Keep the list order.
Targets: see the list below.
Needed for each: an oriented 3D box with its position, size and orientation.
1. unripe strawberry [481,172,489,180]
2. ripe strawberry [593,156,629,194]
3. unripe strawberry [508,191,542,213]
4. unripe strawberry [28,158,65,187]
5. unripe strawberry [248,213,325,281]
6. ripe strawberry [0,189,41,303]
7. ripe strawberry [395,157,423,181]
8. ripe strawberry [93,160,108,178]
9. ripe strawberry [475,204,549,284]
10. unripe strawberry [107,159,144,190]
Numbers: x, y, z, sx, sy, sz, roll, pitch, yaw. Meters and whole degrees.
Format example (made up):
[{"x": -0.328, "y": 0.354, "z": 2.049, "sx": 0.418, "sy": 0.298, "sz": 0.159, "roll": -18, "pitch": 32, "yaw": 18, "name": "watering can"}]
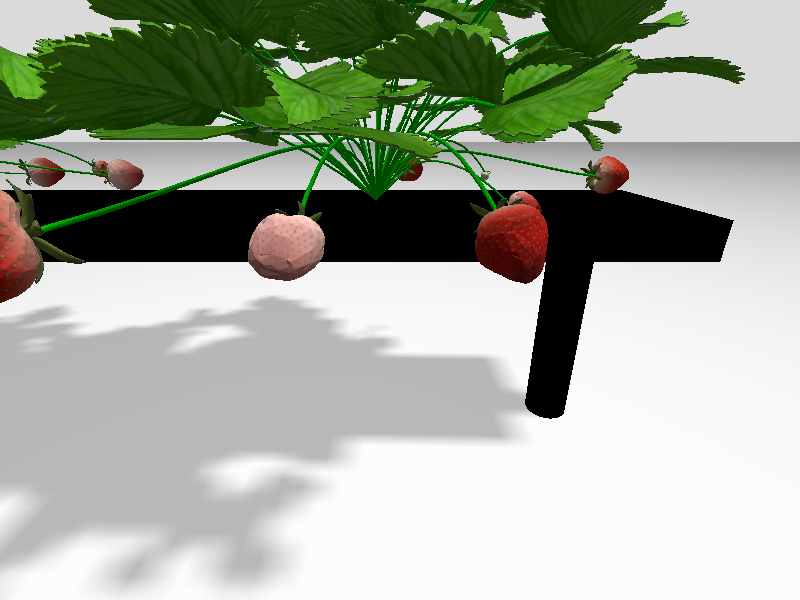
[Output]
[{"x": 0.103, "y": -0.150, "z": 0.483, "sx": 0.011, "sy": 0.010, "sz": 0.010, "roll": 17, "pitch": 29, "yaw": 35, "name": "unripe strawberry"}, {"x": 0.198, "y": -0.117, "z": 0.376, "sx": 0.035, "sy": 0.034, "sz": 0.032, "roll": -4, "pitch": 23, "yaw": -10, "name": "ripe strawberry"}, {"x": 0.075, "y": -0.054, "z": 0.242, "sx": 0.018, "sy": 0.021, "sz": 0.020, "roll": -19, "pitch": 36, "yaw": -38, "name": "unripe strawberry"}, {"x": -0.364, "y": -0.132, "z": 0.413, "sx": 0.029, "sy": 0.029, "sz": 0.032, "roll": -16, "pitch": 28, "yaw": -35, "name": "unripe strawberry"}, {"x": -0.043, "y": -0.018, "z": 0.151, "sx": 0.029, "sy": 0.026, "sz": 0.026, "roll": 2, "pitch": 44, "yaw": 6, "name": "unripe strawberry"}, {"x": -0.144, "y": -0.018, "z": 0.128, "sx": 0.037, "sy": 0.042, "sz": 0.040, "roll": 12, "pitch": 26, "yaw": 26, "name": "ripe strawberry"}, {"x": 0.011, "y": -0.150, "z": 0.456, "sx": 0.032, "sy": 0.027, "sz": 0.032, "roll": 5, "pitch": 23, "yaw": 12, "name": "ripe strawberry"}, {"x": -0.364, "y": -0.160, "z": 0.492, "sx": 0.023, "sy": 0.019, "sz": 0.023, "roll": 14, "pitch": 1, "yaw": 30, "name": "ripe strawberry"}, {"x": 0.045, "y": -0.021, "z": 0.157, "sx": 0.029, "sy": 0.031, "sz": 0.030, "roll": -7, "pitch": -33, "yaw": -17, "name": "ripe strawberry"}, {"x": -0.276, "y": -0.126, "z": 0.404, "sx": 0.030, "sy": 0.030, "sz": 0.028, "roll": -8, "pitch": 24, "yaw": -19, "name": "unripe strawberry"}]
